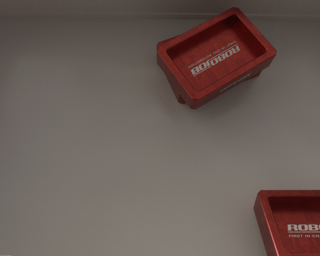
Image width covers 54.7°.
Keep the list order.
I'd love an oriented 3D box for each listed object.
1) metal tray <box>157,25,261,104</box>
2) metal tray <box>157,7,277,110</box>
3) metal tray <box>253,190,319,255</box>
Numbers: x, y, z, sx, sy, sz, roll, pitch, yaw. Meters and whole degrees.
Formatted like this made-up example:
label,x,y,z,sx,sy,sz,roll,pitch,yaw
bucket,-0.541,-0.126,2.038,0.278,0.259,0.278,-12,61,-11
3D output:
label,x,y,z,sx,sy,sz,roll,pitch,yaw
metal tray,0.071,-0.099,0.443,0.131,0.030,0.090,-21,71,-8
metal tray,0.073,-0.094,0.409,0.131,0.030,0.090,-31,73,-11
metal tray,0.181,0.113,0.343,0.131,0.030,0.090,0,38,0
